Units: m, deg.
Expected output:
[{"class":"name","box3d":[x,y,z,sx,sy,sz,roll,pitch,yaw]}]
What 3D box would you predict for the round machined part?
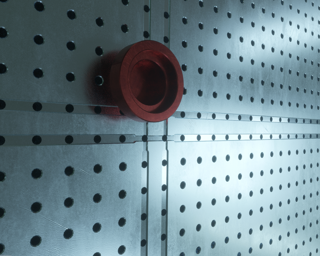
[{"class":"round machined part","box3d":[-0.020,-0.055,0.383,0.099,0.042,0.097,0,90,-40]}]
